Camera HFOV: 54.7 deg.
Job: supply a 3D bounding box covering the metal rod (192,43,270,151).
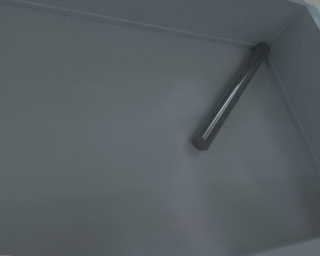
[{"bbox_3d":[0.130,-0.068,0.519,0.025,0.025,0.301,41,51,-1],"label":"metal rod"}]
